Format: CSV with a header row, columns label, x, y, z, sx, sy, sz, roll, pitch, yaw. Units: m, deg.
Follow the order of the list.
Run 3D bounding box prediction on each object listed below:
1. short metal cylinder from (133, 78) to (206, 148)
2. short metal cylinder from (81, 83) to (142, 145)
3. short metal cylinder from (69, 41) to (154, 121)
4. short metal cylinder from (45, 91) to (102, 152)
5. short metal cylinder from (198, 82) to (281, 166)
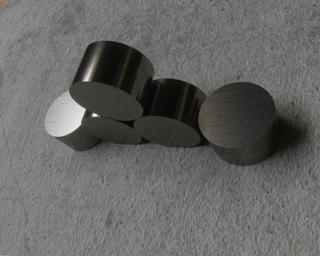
label,x,y,z,sx,sy,sz,roll,pitch,yaw
short metal cylinder,0.014,-0.016,0.373,0.080,0.080,0.050,0,61,28
short metal cylinder,-0.057,-0.017,0.411,0.080,0.080,0.050,0,62,28
short metal cylinder,-0.051,-0.049,0.338,0.080,0.080,0.050,1,63,28
short metal cylinder,-0.121,-0.012,0.460,0.080,0.050,0.080,-13,57,21
short metal cylinder,0.089,-0.004,0.344,0.080,0.050,0.080,-13,57,21
